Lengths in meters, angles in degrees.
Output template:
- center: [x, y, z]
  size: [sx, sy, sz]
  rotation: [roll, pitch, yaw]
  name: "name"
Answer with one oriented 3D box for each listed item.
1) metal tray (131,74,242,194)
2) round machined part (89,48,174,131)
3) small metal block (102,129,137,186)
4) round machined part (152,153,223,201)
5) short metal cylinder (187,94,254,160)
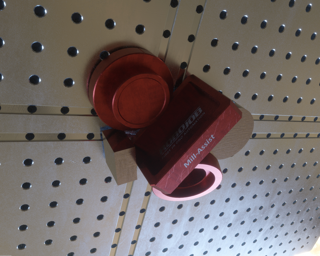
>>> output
- center: [0.025, 0.004, 0.380]
  size: [0.130, 0.090, 0.030]
  rotation: [-48, 129, 5]
  name: "metal tray"
- center: [-0.028, -0.038, 0.356]
  size: [0.099, 0.042, 0.097]
  rotation: [-14, 124, -21]
  name: "round machined part"
- center: [-0.050, 0.034, 0.383]
  size: [0.025, 0.050, 0.050]
  rotation: [-14, 125, -21]
  name: "small metal block"
- center: [0.035, 0.061, 0.437]
  size: [0.099, 0.042, 0.097]
  rotation: [-7, 140, -5]
  name: "round machined part"
- center: [0.082, -0.003, 0.433]
  size: [0.081, 0.050, 0.079]
  rotation: [-14, 124, -21]
  name: "short metal cylinder"
